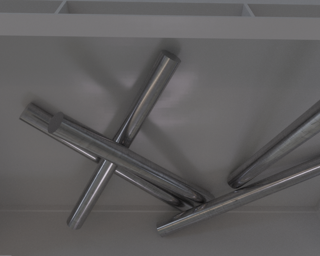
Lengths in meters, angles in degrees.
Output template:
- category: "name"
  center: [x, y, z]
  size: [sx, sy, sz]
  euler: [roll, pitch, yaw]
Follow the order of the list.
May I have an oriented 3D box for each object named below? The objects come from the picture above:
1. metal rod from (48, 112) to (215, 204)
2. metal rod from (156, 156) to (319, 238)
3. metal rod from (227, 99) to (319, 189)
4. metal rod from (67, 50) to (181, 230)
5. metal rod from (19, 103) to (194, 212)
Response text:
- category: "metal rod"
  center: [-0.013, 0.058, 0.415]
  size: [0.025, 0.025, 0.301]
  euler: [-33, 136, 24]
- category: "metal rod"
  center: [0.135, 0.100, 0.469]
  size: [0.301, 0.025, 0.025]
  euler: [-25, 126, 9]
- category: "metal rod"
  center: [0.149, 0.013, 0.356]
  size: [0.025, 0.025, 0.298]
  euler: [10, 150, -9]
- category: "metal rod"
  center: [-0.059, 0.033, 0.408]
  size: [0.025, 0.025, 0.298]
  euler: [23, 118, -18]
- category: "metal rod"
  center: [-0.061, 0.057, 0.456]
  size: [0.301, 0.025, 0.025]
  euler: [36, 122, -27]
